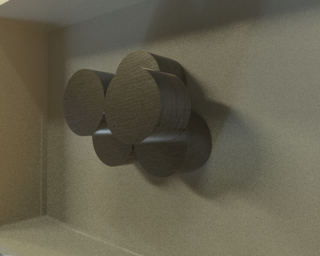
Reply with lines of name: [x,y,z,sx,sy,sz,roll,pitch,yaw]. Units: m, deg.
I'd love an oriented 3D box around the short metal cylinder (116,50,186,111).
short metal cylinder: [-0.013,-0.055,0.400,0.080,0.050,0.080,0,90,40]

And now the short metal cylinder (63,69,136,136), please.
short metal cylinder: [-0.076,-0.030,0.386,0.080,0.050,0.080,0,90,40]

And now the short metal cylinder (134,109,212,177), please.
short metal cylinder: [0.015,0.017,0.376,0.080,0.050,0.080,0,90,40]

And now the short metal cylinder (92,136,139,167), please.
short metal cylinder: [-0.048,0.011,0.428,0.080,0.050,0.080,0,90,40]

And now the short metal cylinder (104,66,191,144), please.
short metal cylinder: [-0.014,-0.023,0.334,0.080,0.050,0.080,0,90,40]
